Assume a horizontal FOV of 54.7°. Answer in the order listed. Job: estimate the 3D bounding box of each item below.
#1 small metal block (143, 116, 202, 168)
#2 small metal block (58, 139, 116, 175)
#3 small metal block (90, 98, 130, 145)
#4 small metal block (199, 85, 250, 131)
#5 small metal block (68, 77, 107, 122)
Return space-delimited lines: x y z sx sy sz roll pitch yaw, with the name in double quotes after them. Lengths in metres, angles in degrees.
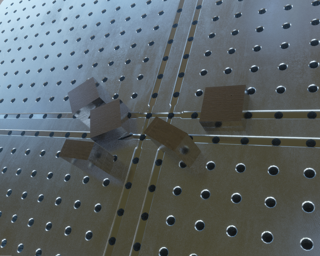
0.016 0.017 0.372 0.050 0.050 0.025 30 79 37 "small metal block"
-0.097 0.039 0.418 0.050 0.050 0.025 4 64 29 "small metal block"
-0.073 -0.008 0.450 0.050 0.025 0.050 -20 54 16 "small metal block"
0.080 -0.024 0.380 0.050 0.025 0.050 0 62 27 "small metal block"
-0.116 -0.046 0.495 0.050 0.025 0.050 -31 52 8 "small metal block"
